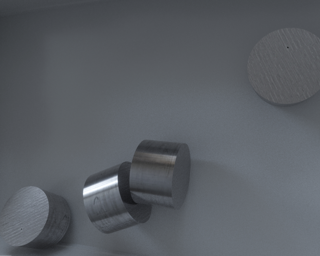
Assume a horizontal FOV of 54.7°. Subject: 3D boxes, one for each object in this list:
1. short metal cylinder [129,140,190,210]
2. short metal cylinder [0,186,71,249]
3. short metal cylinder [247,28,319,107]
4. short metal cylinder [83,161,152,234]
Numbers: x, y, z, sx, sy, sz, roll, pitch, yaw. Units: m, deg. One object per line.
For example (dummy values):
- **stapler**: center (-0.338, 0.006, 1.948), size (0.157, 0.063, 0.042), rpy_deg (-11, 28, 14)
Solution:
- **short metal cylinder**: center (0.003, 0.056, 0.380), size (0.050, 0.080, 0.079), rpy_deg (5, 92, 19)
- **short metal cylinder**: center (-0.177, 0.129, 0.443), size (0.080, 0.050, 0.080), rpy_deg (-8, 62, 17)
- **short metal cylinder**: center (0.141, -0.065, 0.347), size (0.080, 0.050, 0.079), rpy_deg (0, 90, 19)
- **short metal cylinder**: center (-0.053, 0.089, 0.399), size (0.050, 0.080, 0.080), rpy_deg (-23, 83, 18)
